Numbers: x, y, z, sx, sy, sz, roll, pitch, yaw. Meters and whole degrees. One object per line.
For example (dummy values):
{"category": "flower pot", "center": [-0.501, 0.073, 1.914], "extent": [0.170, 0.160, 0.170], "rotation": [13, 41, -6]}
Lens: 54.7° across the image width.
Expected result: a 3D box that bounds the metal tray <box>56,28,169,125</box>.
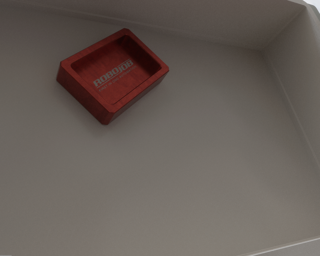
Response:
{"category": "metal tray", "center": [-0.059, -0.074, 0.416], "extent": [0.090, 0.030, 0.131], "rotation": [44, 51, 2]}
